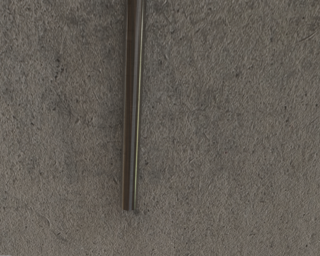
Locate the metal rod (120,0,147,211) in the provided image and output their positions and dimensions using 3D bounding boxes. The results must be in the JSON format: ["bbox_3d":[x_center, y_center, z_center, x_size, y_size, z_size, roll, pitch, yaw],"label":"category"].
[{"bbox_3d":[-0.036,-0.027,0.399,0.025,0.025,0.298,3,110,-1],"label":"metal rod"}]
